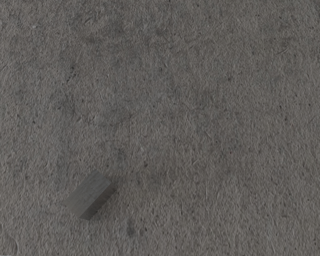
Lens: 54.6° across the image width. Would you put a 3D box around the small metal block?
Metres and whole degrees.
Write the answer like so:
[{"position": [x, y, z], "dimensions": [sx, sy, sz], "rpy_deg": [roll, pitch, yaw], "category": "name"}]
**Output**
[{"position": [-0.080, 0.080, 0.365], "dimensions": [0.025, 0.050, 0.050], "rpy_deg": [39, 75, 13], "category": "small metal block"}]
